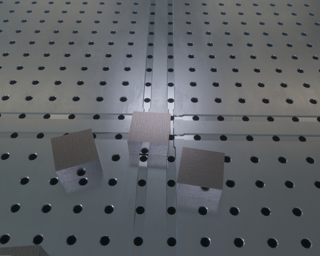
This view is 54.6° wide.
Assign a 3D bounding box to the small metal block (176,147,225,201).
[{"bbox_3d":[0.048,0.053,0.364,0.050,0.025,0.050,8,50,7],"label":"small metal block"}]

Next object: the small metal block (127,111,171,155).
[{"bbox_3d":[-0.013,0.006,0.403,0.050,0.025,0.050,4,50,3],"label":"small metal block"}]

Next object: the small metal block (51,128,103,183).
[{"bbox_3d":[-0.102,0.033,0.380,0.050,0.025,0.050,-15,52,-12],"label":"small metal block"}]

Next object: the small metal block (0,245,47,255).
[{"bbox_3d":[-0.138,0.140,0.289,0.050,0.025,0.050,-3,50,-3],"label":"small metal block"}]
